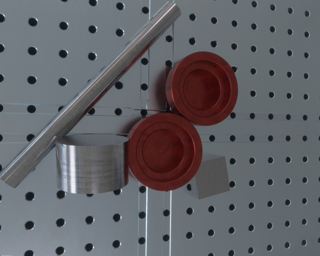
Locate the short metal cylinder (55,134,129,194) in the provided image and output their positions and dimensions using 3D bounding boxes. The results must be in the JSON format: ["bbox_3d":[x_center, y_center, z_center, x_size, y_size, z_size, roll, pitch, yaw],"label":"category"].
[{"bbox_3d":[-0.076,0.038,0.353,0.081,0.080,0.050,-2,98,-20],"label":"short metal cylinder"}]

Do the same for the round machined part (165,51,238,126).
[{"bbox_3d":[0.053,-0.052,0.423,0.099,0.042,0.097,0,90,-20],"label":"round machined part"}]

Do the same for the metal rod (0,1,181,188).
[{"bbox_3d":[-0.077,-0.051,0.384,0.025,0.025,0.300,45,76,-15],"label":"metal rod"}]

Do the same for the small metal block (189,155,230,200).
[{"bbox_3d":[0.068,0.068,0.438,0.050,0.025,0.050,-11,94,-20],"label":"small metal block"}]

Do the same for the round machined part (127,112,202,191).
[{"bbox_3d":[0.002,0.030,0.403,0.099,0.042,0.097,0,89,-18],"label":"round machined part"}]
